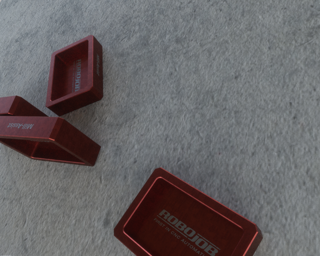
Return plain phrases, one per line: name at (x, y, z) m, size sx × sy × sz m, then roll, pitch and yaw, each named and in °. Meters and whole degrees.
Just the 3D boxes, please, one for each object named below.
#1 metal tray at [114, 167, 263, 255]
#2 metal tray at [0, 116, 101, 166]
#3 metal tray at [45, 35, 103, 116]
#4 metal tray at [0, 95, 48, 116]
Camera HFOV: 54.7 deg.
metal tray at (0.025, 0.109, 0.319) m, size 0.130 × 0.030 × 0.090 m, roll 27°, pitch 76°, yaw 36°
metal tray at (-0.161, 0.018, 0.432) m, size 0.130 × 0.090 × 0.030 m, roll 2°, pitch 63°, yaw 28°
metal tray at (-0.144, -0.092, 0.529) m, size 0.090 × 0.030 × 0.130 m, roll -19°, pitch 54°, yaw 16°
metal tray at (-0.241, -0.010, 0.491) m, size 0.130 × 0.090 × 0.030 m, roll -3°, pitch 61°, yaw 26°
